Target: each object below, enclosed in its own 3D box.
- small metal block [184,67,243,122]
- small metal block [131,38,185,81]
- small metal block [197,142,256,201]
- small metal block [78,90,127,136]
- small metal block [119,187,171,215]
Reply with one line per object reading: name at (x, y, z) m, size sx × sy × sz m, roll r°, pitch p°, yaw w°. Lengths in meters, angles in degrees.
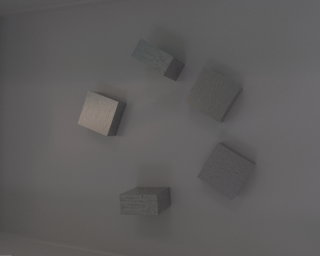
small metal block at (0.067, -0.041, 0.387) m, size 0.050 × 0.025 × 0.050 m, roll 33°, pitch 101°, yaw 17°
small metal block at (-0.001, -0.086, 0.398) m, size 0.050 × 0.050 × 0.025 m, roll 33°, pitch 101°, yaw 17°
small metal block at (0.082, 0.052, 0.381) m, size 0.050 × 0.025 × 0.050 m, roll 32°, pitch 100°, yaw 17°
small metal block at (-0.082, -0.021, 0.439) m, size 0.050 × 0.025 × 0.050 m, roll 22°, pitch 97°, yaw 18°
small metal block at (-0.018, 0.094, 0.403) m, size 0.050 × 0.050 × 0.025 m, roll -4°, pitch 89°, yaw 20°
